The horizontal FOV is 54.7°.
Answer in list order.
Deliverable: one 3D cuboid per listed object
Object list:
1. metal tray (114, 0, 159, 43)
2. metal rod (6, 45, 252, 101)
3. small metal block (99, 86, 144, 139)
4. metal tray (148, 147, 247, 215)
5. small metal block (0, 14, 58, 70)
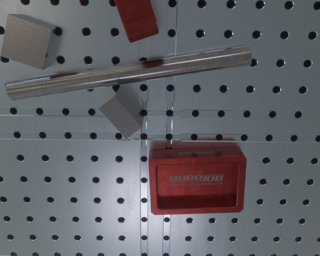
[{"bbox_3d":[-0.036,-0.159,0.319,0.030,0.090,0.129,-18,109,6],"label":"metal tray"},{"bbox_3d":[-0.040,-0.068,0.387,0.302,0.025,0.025,-8,110,2],"label":"metal rod"},{"bbox_3d":[-0.047,-0.020,0.392,0.025,0.050,0.050,-36,106,12],"label":"small metal block"},{"bbox_3d":[0.051,0.075,0.438,0.131,0.030,0.089,-2,110,0],"label":"metal tray"},{"bbox_3d":[-0.157,-0.104,0.374,0.050,0.025,0.050,18,109,-7],"label":"small metal block"}]
